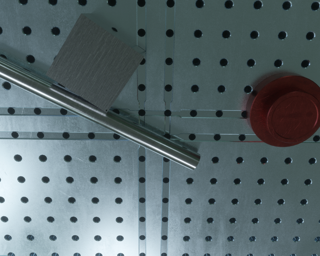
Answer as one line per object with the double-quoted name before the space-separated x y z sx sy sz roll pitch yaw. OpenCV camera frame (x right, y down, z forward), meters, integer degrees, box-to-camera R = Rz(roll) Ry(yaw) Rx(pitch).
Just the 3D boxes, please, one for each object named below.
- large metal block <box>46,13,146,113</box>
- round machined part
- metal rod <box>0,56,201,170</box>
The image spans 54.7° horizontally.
"large metal block" -0.073 -0.078 0.370 0.080 0.050 0.080 33 107 -12
"round machined part" 0.166 -0.019 0.400 0.099 0.042 0.097 0 110 -1
"metal rod" -0.083 -0.019 0.405 0.301 0.025 0.025 26 108 -10
